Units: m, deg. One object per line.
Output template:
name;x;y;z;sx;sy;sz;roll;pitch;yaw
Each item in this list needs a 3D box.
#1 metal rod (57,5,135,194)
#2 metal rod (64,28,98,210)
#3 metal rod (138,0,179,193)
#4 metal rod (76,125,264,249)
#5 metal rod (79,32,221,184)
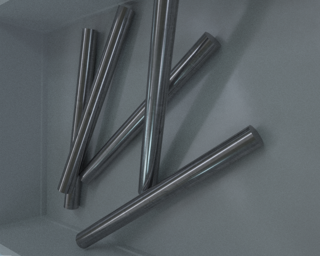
metal rod;-0.101;-0.036;0.475;0.025;0.025;0.298;29;104;36
metal rod;-0.132;-0.011;0.516;0.025;0.025;0.298;13;98;39
metal rod;-0.003;-0.043;0.352;0.025;0.025;0.298;30;126;36
metal rod;-0.007;0.087;0.391;0.299;0.025;0.025;-36;68;27
metal rod;-0.030;-0.011;0.431;0.299;0.025;0.025;-45;63;30
